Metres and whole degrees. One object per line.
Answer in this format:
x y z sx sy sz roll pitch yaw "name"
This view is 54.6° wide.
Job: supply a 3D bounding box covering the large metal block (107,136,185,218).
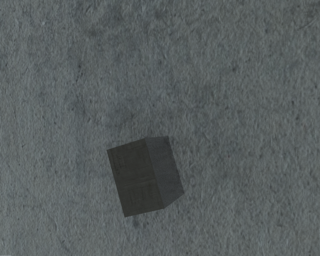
-0.015 0.056 0.385 0.050 0.080 0.080 -18 84 19 "large metal block"
